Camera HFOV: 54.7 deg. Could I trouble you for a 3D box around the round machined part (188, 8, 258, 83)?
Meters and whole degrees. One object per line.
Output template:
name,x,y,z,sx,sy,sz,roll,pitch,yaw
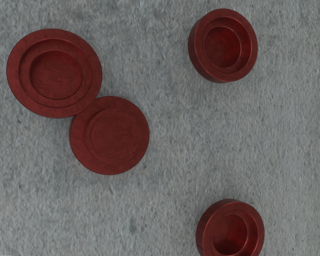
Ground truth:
round machined part,0.083,-0.111,0.432,0.099,0.042,0.097,0,90,-21

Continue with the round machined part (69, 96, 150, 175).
round machined part,-0.059,0.009,0.379,0.099,0.042,0.097,0,90,-21

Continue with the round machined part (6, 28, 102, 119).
round machined part,-0.119,-0.059,0.355,0.099,0.042,0.097,1,88,-19

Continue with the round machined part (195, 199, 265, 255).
round machined part,0.094,0.148,0.436,0.099,0.042,0.097,0,90,-21
